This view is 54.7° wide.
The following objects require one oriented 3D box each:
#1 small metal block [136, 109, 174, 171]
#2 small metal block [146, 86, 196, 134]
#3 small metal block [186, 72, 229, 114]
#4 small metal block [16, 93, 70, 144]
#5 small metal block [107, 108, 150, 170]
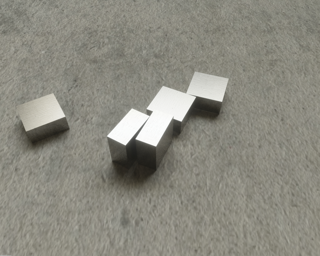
[{"bbox_3d":[-0.006,0.015,0.375,0.025,0.050,0.050,19,53,15],"label":"small metal block"},{"bbox_3d":[0.016,-0.026,0.425,0.050,0.025,0.050,21,53,16],"label":"small metal block"},{"bbox_3d":[0.068,-0.052,0.447,0.050,0.025,0.050,14,51,11],"label":"small metal block"},{"bbox_3d":[-0.156,-0.014,0.413,0.050,0.025,0.050,-24,54,-19],"label":"small metal block"},{"bbox_3d":[-0.036,0.014,0.375,0.025,0.050,0.050,25,54,19],"label":"small metal block"}]
